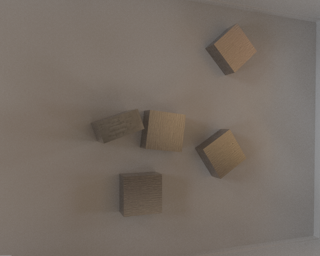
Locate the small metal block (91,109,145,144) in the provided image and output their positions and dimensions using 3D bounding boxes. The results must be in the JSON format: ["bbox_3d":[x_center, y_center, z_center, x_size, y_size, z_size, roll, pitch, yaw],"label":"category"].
[{"bbox_3d":[-0.053,-0.003,0.378,0.050,0.050,0.025,-20,97,-19],"label":"small metal block"}]

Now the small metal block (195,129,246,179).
[{"bbox_3d":[0.087,0.036,0.442,0.050,0.025,0.050,-35,101,-17],"label":"small metal block"}]

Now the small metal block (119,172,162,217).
[{"bbox_3d":[-0.025,0.085,0.401,0.050,0.025,0.050,0,90,-20],"label":"small metal block"}]

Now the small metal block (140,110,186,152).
[{"bbox_3d":[0.004,0.004,0.412,0.050,0.025,0.050,7,88,-20],"label":"small metal block"}]

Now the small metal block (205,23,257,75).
[{"bbox_3d":[0.103,-0.113,0.448,0.050,0.025,0.050,-44,104,-15],"label":"small metal block"}]
